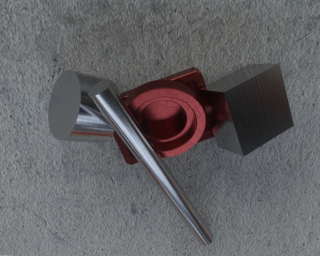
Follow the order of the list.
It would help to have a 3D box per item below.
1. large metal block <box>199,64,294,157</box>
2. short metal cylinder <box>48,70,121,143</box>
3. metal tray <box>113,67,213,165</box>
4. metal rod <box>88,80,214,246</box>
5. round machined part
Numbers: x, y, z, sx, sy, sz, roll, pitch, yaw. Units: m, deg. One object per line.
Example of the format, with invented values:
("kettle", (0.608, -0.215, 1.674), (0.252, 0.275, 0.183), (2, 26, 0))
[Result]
("large metal block", (0.104, -0.024, 0.372), (0.081, 0.050, 0.080), (-28, 110, -18))
("short metal cylinder", (-0.090, -0.023, 0.365), (0.050, 0.080, 0.079), (8, 115, -42))
("metal tray", (0.002, -0.015, 0.403), (0.131, 0.030, 0.090), (-19, 109, 6))
("metal rod", (0.005, 0.065, 0.388), (0.025, 0.025, 0.299), (-26, 126, 9))
("round machined part", (0.003, -0.014, 0.371), (0.099, 0.042, 0.097), (-3, 126, -4))
